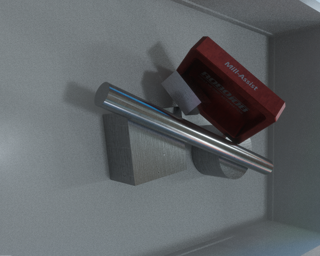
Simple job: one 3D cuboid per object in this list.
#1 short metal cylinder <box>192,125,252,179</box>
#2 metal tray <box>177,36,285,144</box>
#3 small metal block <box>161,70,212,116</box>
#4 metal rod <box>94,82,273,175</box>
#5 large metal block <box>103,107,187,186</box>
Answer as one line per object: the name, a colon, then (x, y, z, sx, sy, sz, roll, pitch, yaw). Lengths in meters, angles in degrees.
short metal cylinder: (0.095, 0.035, 0.471, 0.081, 0.050, 0.079, 0, 90, -40)
metal tray: (0.080, -0.044, 0.400, 0.130, 0.090, 0.030, 41, 60, 0)
small metal block: (0.035, -0.044, 0.392, 0.050, 0.025, 0.050, 54, 21, 12)
metal rod: (0.054, 0.014, 0.386, 0.302, 0.025, 0.025, 23, 76, -38)
large metal block: (-0.017, 0.018, 0.377, 0.081, 0.050, 0.079, -10, 97, -40)
